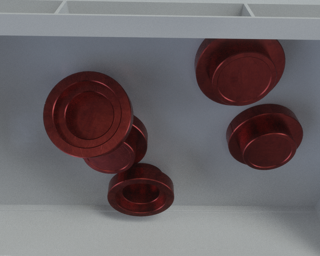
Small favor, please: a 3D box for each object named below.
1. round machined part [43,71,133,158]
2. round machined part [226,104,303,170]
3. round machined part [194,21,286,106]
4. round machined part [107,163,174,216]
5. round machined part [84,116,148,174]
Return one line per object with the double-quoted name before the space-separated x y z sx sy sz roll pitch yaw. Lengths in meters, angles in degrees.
"round machined part" -0.080 -0.014 0.363 0.099 0.097 0.042 -2 174 2
"round machined part" 0.141 0.019 0.415 0.099 0.042 0.097 0 130 0
"round machined part" 0.089 -0.063 0.344 0.099 0.042 0.097 0 130 0
"round machined part" -0.029 0.091 0.472 0.099 0.042 0.097 -1 133 -1
"round machined part" -0.066 0.024 0.418 0.099 0.042 0.097 0 130 0
